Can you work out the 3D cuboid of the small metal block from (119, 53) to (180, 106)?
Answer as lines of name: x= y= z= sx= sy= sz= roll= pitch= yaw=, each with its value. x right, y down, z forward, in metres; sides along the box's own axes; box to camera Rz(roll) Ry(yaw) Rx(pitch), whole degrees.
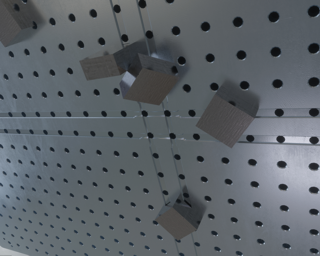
small metal block: x=-0.013 y=-0.056 z=0.366 sx=0.050 sy=0.025 sz=0.050 roll=8 pitch=138 yaw=-32

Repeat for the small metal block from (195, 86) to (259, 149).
small metal block: x=0.078 y=-0.012 z=0.363 sx=0.050 sy=0.025 sz=0.050 roll=33 pitch=129 yaw=7

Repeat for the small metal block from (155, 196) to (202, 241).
small metal block: x=0.029 y=0.142 z=0.484 sx=0.050 sy=0.025 sz=0.050 roll=42 pitch=129 yaw=-1

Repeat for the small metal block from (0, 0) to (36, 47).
small metal block: x=-0.211 y=-0.149 z=0.431 sx=0.050 sy=0.025 sz=0.050 roll=-24 pitch=106 yaw=36

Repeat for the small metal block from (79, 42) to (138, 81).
small metal block: x=-0.059 y=-0.081 z=0.377 sx=0.050 sy=0.050 sz=0.025 roll=-3 pitch=117 yaw=30
